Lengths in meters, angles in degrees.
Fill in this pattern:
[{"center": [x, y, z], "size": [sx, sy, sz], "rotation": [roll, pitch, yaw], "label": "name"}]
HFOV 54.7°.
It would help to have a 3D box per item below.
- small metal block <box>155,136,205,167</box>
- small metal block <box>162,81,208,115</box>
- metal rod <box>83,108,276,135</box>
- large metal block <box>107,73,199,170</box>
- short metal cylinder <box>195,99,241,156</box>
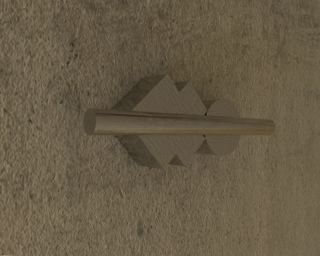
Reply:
[{"center": [0.023, 0.022, 0.410], "size": [0.050, 0.050, 0.025], "rotation": [-50, 120, -28], "label": "small metal block"}, {"center": [0.027, -0.033, 0.413], "size": [0.025, 0.050, 0.050], "rotation": [-50, 120, -28], "label": "small metal block"}, {"center": [0.051, -0.003, 0.381], "size": [0.302, 0.025, 0.025], "rotation": [1, 90, -40], "label": "metal rod"}, {"center": [-0.009, -0.008, 0.380], "size": [0.080, 0.050, 0.080], "rotation": [-50, 119, -28], "label": "large metal block"}, {"center": [0.073, -0.001, 0.450], "size": [0.081, 0.050, 0.080], "rotation": [0, 90, -40], "label": "short metal cylinder"}]
